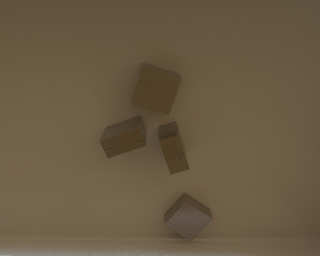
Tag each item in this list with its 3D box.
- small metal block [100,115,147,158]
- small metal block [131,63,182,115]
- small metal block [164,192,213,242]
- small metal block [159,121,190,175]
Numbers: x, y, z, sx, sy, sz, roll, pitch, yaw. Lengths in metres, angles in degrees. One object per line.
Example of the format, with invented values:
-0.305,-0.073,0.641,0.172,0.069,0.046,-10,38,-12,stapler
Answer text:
-0.046,0.010,0.401,0.050,0.050,0.025,-19,109,6,small metal block
-0.005,-0.050,0.393,0.050,0.025,0.050,17,109,-7,small metal block
0.042,0.132,0.461,0.050,0.025,0.050,35,106,-13,small metal block
0.018,0.025,0.408,0.025,0.050,0.050,-17,110,6,small metal block
